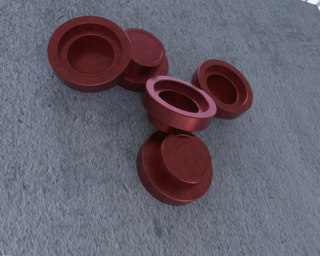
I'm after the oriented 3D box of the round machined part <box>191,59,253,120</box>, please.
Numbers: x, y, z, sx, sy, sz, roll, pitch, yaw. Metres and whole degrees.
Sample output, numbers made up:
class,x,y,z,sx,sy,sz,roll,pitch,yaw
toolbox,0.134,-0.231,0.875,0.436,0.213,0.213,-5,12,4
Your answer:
class,x,y,z,sx,sy,sz,roll,pitch,yaw
round machined part,0.091,-0.055,0.479,0.099,0.042,0.098,14,56,-21

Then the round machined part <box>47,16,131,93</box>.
class,x,y,z,sx,sy,sz,roll,pitch,yaw
round machined part,-0.086,-0.088,0.389,0.099,0.042,0.098,2,70,-6

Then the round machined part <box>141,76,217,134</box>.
class,x,y,z,sx,sy,sz,roll,pitch,yaw
round machined part,0.021,-0.026,0.409,0.099,0.042,0.098,16,33,-11

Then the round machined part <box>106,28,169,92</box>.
class,x,y,z,sx,sy,sz,roll,pitch,yaw
round machined part,-0.031,-0.102,0.441,0.099,0.042,0.098,14,56,-21

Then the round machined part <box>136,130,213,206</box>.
class,x,y,z,sx,sy,sz,roll,pitch,yaw
round machined part,0.024,0.042,0.382,0.099,0.042,0.098,14,56,-21
